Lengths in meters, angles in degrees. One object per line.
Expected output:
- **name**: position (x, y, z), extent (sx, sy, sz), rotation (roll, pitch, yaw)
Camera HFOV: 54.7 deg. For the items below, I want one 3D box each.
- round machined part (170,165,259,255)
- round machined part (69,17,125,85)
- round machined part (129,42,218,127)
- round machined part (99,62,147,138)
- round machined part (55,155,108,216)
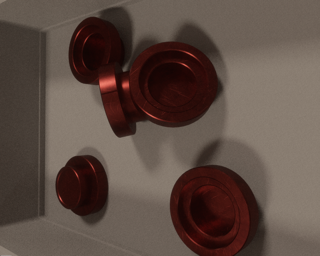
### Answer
- **round machined part**: position (0.062, 0.090, 0.343), extent (0.098, 0.042, 0.097), rotation (0, 90, 39)
- **round machined part**: position (-0.092, -0.114, 0.469), extent (0.098, 0.042, 0.097), rotation (0, 90, 39)
- **round machined part**: position (0.014, -0.047, 0.360), extent (0.099, 0.042, 0.098), rotation (1, 73, -3)
- **round machined part**: position (-0.044, -0.039, 0.405), extent (0.042, 0.098, 0.098), rotation (-13, 80, 4)
- **round machined part**: position (-0.132, 0.094, 0.502), extent (0.098, 0.042, 0.097), rotation (0, 90, 39)
